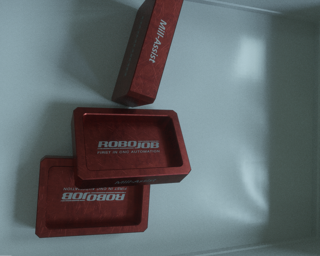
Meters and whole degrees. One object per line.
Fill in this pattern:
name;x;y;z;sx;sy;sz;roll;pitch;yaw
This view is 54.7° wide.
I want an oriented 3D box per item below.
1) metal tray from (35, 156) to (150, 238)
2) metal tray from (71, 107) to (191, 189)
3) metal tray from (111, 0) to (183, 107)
metal tray;-0.079;0.081;0.379;0.131;0.030;0.089;4;89;-20
metal tray;-0.035;0.022;0.371;0.131;0.030;0.090;0;59;-22
metal tray;-0.018;-0.092;0.370;0.030;0.090;0.129;18;84;-20
